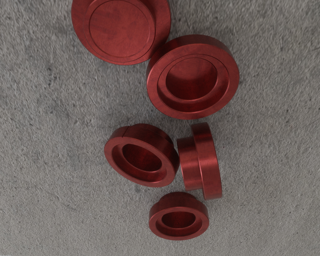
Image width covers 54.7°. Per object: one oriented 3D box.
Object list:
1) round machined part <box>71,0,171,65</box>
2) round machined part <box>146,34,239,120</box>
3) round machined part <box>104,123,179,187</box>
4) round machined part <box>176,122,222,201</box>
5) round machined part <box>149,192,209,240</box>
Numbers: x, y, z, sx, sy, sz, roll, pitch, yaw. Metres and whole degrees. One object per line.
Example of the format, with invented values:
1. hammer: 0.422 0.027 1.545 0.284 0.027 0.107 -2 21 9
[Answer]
1. round machined part: -0.038 -0.105 0.306 0.099 0.042 0.097 0 130 0
2. round machined part: 0.034 -0.059 0.342 0.099 0.042 0.097 -3 134 -3
3. round machined part: -0.020 0.032 0.409 0.098 0.042 0.097 15 139 14
4. round machined part: 0.048 0.044 0.395 0.042 0.098 0.097 -10 130 4
5. round machined part: 0.031 0.144 0.519 0.099 0.042 0.097 0 130 0
